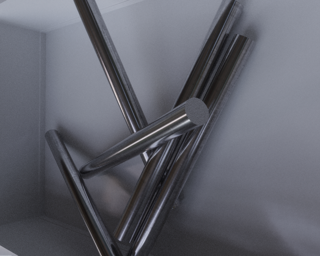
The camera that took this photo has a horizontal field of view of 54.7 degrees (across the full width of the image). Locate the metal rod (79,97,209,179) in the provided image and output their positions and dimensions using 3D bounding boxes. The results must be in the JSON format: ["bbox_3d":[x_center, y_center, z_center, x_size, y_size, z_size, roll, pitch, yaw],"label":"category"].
[{"bbox_3d":[-0.044,0.029,0.383,0.299,0.025,0.025,-29,71,54],"label":"metal rod"}]

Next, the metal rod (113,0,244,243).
[{"bbox_3d":[0.018,-0.002,0.358,0.025,0.025,0.298,30,99,35],"label":"metal rod"}]

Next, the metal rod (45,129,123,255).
[{"bbox_3d":[-0.123,0.091,0.464,0.300,0.025,0.025,46,118,44],"label":"metal rod"}]

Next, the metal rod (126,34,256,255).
[{"bbox_3d":[0.029,0.038,0.358,0.025,0.025,0.298,33,103,35],"label":"metal rod"}]

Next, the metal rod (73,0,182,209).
[{"bbox_3d":[-0.042,-0.038,0.386,0.025,0.025,0.299,-21,94,38],"label":"metal rod"}]
